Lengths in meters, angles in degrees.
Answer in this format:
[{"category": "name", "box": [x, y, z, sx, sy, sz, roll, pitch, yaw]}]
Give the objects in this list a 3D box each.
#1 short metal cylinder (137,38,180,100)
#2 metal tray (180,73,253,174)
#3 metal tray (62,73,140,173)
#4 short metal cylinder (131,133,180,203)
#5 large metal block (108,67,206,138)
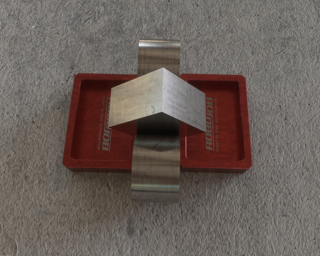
[{"category": "short metal cylinder", "box": [-0.001, -0.076, 0.408, 0.050, 0.080, 0.080, 2, 70, 1]}, {"category": "metal tray", "box": [0.069, -0.007, 0.410, 0.091, 0.030, 0.130, 2, 70, 0]}, {"category": "metal tray", "box": [-0.072, -0.008, 0.409, 0.091, 0.030, 0.130, 2, 70, 0]}, {"category": "short metal cylinder", "box": [-0.004, 0.047, 0.363, 0.050, 0.080, 0.080, 2, 70, 1]}, {"category": "large metal block", "box": [-0.002, -0.021, 0.366, 0.080, 0.080, 0.050, -14, 65, 38]}]
